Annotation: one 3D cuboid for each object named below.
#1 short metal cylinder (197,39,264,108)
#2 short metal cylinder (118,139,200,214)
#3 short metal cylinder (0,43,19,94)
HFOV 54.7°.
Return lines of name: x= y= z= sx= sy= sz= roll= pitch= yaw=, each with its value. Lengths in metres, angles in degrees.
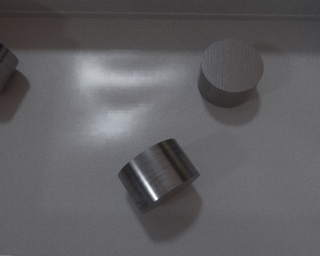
short metal cylinder: x=0.094 y=-0.074 z=0.424 sx=0.081 sy=0.050 sz=0.080 roll=0 pitch=70 yaw=0
short metal cylinder: x=-0.001 y=0.056 z=0.360 sx=0.080 sy=0.080 sz=0.050 roll=-31 pitch=73 yaw=-11
short metal cylinder: x=-0.239 y=-0.086 z=0.410 sx=0.080 sy=0.080 sz=0.050 roll=18 pitch=71 yaw=6
